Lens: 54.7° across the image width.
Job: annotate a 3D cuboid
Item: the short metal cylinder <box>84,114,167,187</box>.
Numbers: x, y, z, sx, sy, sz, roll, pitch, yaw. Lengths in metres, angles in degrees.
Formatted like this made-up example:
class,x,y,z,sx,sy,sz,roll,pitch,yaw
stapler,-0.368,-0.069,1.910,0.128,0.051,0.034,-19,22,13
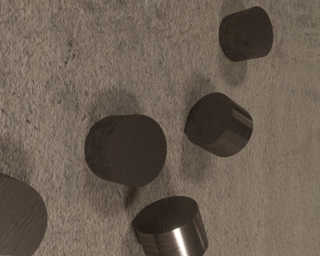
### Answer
class,x,y,z,sx,sy,sz,roll,pitch,yaw
short metal cylinder,-0.039,0.025,0.358,0.081,0.050,0.079,0,90,-40

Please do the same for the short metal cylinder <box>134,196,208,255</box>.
class,x,y,z,sx,sy,sz,roll,pitch,yaw
short metal cylinder,0.014,0.127,0.383,0.081,0.080,0.050,-27,108,-37

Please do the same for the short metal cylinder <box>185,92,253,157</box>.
class,x,y,z,sx,sy,sz,roll,pitch,yaw
short metal cylinder,0.083,-0.004,0.441,0.050,0.080,0.080,28,72,-37

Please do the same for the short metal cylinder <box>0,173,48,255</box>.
class,x,y,z,sx,sy,sz,roll,pitch,yaw
short metal cylinder,-0.146,0.080,0.267,0.081,0.050,0.079,0,90,-40

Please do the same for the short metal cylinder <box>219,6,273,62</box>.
class,x,y,z,sx,sy,sz,roll,pitch,yaw
short metal cylinder,0.143,-0.153,0.511,0.081,0.050,0.079,0,90,-40
